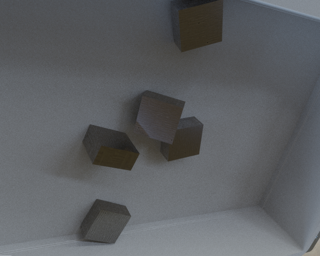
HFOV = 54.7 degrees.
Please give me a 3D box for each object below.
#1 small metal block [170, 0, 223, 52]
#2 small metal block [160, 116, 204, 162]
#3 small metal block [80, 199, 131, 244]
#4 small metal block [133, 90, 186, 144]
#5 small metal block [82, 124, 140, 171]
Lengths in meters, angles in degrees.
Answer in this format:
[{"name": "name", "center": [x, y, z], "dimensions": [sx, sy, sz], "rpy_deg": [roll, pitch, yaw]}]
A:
[{"name": "small metal block", "center": [0.042, -0.119, 0.348], "dimensions": [0.050, 0.025, 0.050], "rpy_deg": [-17, 136, -8]}, {"name": "small metal block", "center": [0.030, 0.015, 0.434], "dimensions": [0.050, 0.025, 0.050], "rpy_deg": [-10, 123, -23]}, {"name": "small metal block", "center": [-0.078, 0.135, 0.446], "dimensions": [0.050, 0.025, 0.050], "rpy_deg": [25, 101, -34]}, {"name": "small metal block", "center": [-0.001, -0.014, 0.384], "dimensions": [0.050, 0.025, 0.050], "rpy_deg": [17, 114, 3]}, {"name": "small metal block", "center": [-0.060, 0.023, 0.374], "dimensions": [0.050, 0.050, 0.025], "rpy_deg": [16, 110, -35]}]
